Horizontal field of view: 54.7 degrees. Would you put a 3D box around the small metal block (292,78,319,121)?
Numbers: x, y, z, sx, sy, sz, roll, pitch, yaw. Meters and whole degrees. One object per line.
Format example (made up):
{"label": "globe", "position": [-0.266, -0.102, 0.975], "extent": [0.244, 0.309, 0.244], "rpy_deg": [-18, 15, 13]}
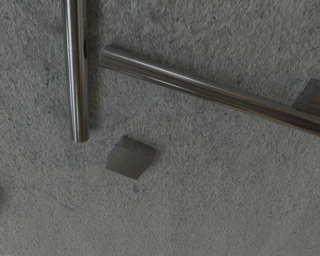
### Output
{"label": "small metal block", "position": [0.201, -0.029, 0.386], "extent": [0.050, 0.025, 0.050], "rpy_deg": [13, 129, -11]}

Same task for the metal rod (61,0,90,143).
{"label": "metal rod", "position": [-0.087, -0.101, 0.319], "extent": [0.025, 0.025, 0.298], "rpy_deg": [6, 130, -5]}

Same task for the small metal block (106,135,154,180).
{"label": "small metal block", "position": [-0.043, 0.043, 0.443], "extent": [0.050, 0.025, 0.050], "rpy_deg": [25, 126, -20]}

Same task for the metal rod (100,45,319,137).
{"label": "metal rod", "position": [0.081, -0.036, 0.358], "extent": [0.302, 0.025, 0.025], "rpy_deg": [17, 128, -7]}
